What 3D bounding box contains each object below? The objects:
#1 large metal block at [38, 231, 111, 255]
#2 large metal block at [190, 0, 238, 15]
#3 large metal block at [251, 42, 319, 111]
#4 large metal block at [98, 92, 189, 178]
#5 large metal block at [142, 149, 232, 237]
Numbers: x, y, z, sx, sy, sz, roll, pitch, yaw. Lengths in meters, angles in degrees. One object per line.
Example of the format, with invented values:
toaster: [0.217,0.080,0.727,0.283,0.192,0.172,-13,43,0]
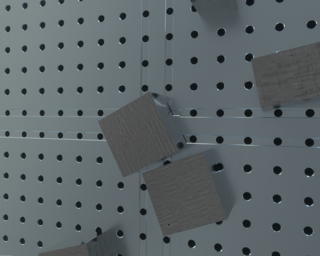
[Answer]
large metal block: [-0.114,0.201,0.438,0.080,0.050,0.080,-18,84,18]
large metal block: [0.060,-0.190,0.362,0.050,0.080,0.079,-3,89,20]
large metal block: [0.146,-0.052,0.332,0.080,0.080,0.050,-11,86,19]
large metal block: [-0.021,0.009,0.406,0.080,0.050,0.080,-28,81,17]
large metal block: [0.035,0.079,0.386,0.080,0.050,0.080,-22,83,18]
